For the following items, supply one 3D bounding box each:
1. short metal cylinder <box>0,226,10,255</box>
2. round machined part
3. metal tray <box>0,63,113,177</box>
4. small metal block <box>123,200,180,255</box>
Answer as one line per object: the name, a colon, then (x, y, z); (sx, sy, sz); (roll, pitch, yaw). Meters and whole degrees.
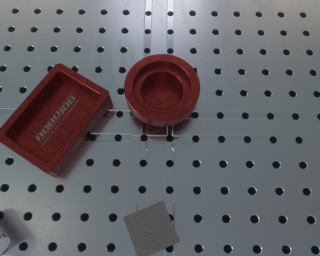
short metal cylinder: (-0.214, 0.128, 0.334); (0.080, 0.080, 0.050); (-42, 76, -14)
round machined part: (0.003, -0.047, 0.420); (0.099, 0.042, 0.098); (0, 70, 0)
metal tray: (-0.137, -0.013, 0.412); (0.090, 0.030, 0.130); (31, 73, 10)
small metal block: (-0.010, 0.121, 0.367); (0.050, 0.025, 0.050); (-21, 72, -8)
